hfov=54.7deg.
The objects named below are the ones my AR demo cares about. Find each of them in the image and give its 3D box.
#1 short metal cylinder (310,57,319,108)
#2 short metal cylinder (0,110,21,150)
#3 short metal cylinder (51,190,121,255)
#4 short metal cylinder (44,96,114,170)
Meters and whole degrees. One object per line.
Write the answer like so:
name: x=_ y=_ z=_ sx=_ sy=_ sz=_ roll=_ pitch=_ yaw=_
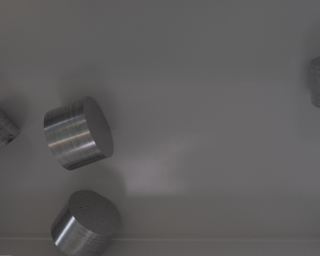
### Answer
short metal cylinder: x=0.221 y=-0.057 z=0.363 sx=0.080 sy=0.080 sz=0.050 roll=-10 pitch=110 yaw=4
short metal cylinder: x=-0.224 y=0.012 z=0.384 sx=0.080 sy=0.080 sz=0.050 roll=-33 pitch=107 yaw=11
short metal cylinder: x=-0.102 y=0.133 z=0.430 sx=0.080 sy=0.080 sz=0.050 roll=32 pitch=107 yaw=-11
short metal cylinder: x=-0.098 y=0.007 z=0.383 sx=0.050 sy=0.080 sz=0.080 roll=-20 pitch=109 yaw=7
